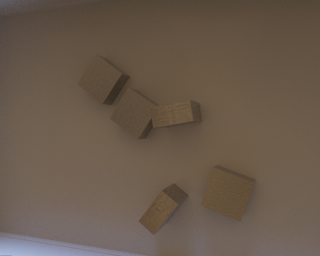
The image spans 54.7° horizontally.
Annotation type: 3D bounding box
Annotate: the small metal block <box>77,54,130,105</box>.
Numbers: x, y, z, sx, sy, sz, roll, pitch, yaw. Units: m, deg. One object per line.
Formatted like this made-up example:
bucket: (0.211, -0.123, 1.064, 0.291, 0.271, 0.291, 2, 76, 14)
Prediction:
small metal block: (-0.079, -0.068, 0.437, 0.050, 0.025, 0.050, 38, 102, 15)

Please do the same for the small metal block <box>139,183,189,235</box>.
small metal block: (0.006, 0.102, 0.394, 0.025, 0.050, 0.050, 39, 102, 15)

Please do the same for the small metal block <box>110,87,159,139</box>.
small metal block: (-0.031, -0.020, 0.420, 0.050, 0.025, 0.050, 35, 101, 16)

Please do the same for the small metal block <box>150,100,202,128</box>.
small metal block: (0.022, -0.016, 0.389, 0.050, 0.050, 0.025, -10, 87, 19)

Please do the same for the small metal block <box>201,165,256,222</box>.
small metal block: (0.084, 0.079, 0.381, 0.050, 0.025, 0.050, 20, 96, 18)
